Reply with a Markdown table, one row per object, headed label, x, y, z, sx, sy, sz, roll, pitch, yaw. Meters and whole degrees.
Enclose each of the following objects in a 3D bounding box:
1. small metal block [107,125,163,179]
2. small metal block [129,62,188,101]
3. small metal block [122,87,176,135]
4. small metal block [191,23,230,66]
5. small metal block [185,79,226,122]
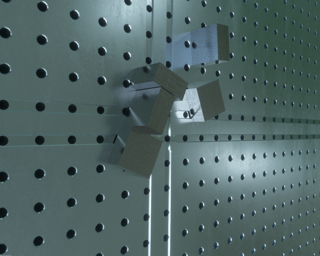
| label | x | y | z | sx | sy | sz | roll | pitch | yaw |
| --- | --- | --- | --- | --- | --- | --- | --- | --- | --- |
| small metal block | -0.030 | 0.030 | 0.383 | 0.050 | 0.025 | 0.050 | 31 | 71 | -36 |
| small metal block | -0.002 | -0.055 | 0.390 | 0.050 | 0.050 | 0.025 | 29 | 72 | -36 |
| small metal block | -0.014 | -0.020 | 0.380 | 0.025 | 0.050 | 0.050 | 32 | 70 | -36 |
| small metal block | 0.072 | -0.119 | 0.452 | 0.025 | 0.050 | 0.050 | -5 | 93 | -40 |
| small metal block | 0.068 | -0.041 | 0.465 | 0.050 | 0.025 | 0.050 | -25 | 106 | -37 |
